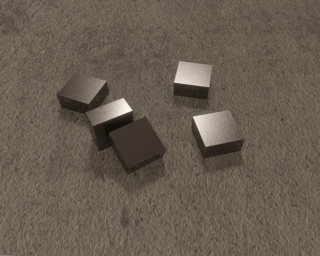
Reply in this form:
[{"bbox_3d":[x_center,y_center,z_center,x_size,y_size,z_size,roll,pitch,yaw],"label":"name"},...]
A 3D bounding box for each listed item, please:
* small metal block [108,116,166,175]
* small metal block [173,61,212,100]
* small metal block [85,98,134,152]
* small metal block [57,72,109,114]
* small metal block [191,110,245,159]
[{"bbox_3d":[-0.029,0.021,0.377,0.050,0.025,0.050,-25,71,-20],"label":"small metal block"},{"bbox_3d":[0.050,-0.072,0.464,0.050,0.025,0.050,9,50,7],"label":"small metal block"},{"bbox_3d":[-0.061,-0.004,0.389,0.050,0.050,0.025,-24,54,-19],"label":"small metal block"},{"bbox_3d":[-0.109,-0.049,0.443,0.050,0.025,0.050,17,52,13],"label":"small metal block"},{"bbox_3d":[0.073,0.007,0.398,0.050,0.025,0.050,-10,51,-9],"label":"small metal block"}]
